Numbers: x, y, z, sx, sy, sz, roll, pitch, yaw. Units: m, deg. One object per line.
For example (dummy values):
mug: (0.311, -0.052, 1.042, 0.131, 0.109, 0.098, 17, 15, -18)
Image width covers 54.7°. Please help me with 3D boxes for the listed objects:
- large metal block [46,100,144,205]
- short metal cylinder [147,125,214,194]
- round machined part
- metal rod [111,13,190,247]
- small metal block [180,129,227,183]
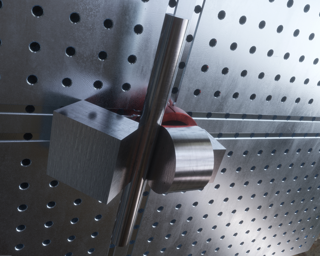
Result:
large metal block: (-0.073, 0.024, 0.344, 0.050, 0.080, 0.079, -39, 148, -61)
short metal cylinder: (0.019, 0.036, 0.371, 0.050, 0.080, 0.079, 1, 118, -29)
round machined part: (-0.001, 0.014, 0.408, 0.099, 0.042, 0.097, -14, 125, -21)
metal rod: (-0.019, 0.022, 0.362, 0.025, 0.025, 0.298, 1, 118, -29)
small metal block: (0.052, 0.035, 0.392, 0.025, 0.050, 0.050, 1, 118, -30)
